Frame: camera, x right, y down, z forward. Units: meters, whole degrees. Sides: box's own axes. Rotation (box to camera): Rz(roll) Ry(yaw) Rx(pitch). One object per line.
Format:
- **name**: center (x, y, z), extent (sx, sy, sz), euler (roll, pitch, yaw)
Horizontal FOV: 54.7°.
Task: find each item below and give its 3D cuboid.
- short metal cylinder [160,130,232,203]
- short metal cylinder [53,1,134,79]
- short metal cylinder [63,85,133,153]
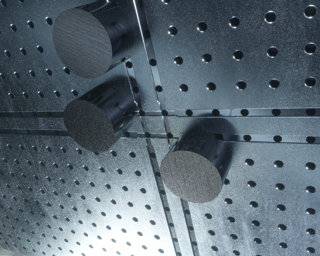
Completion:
- **short metal cylinder**: center (0.047, 0.049, 0.400), extent (0.080, 0.050, 0.079), euler (13, 124, 20)
- **short metal cylinder**: center (-0.079, -0.105, 0.370), extent (0.080, 0.050, 0.079), euler (13, 124, 20)
- **short metal cylinder**: center (-0.085, -0.013, 0.430), extent (0.080, 0.050, 0.079), euler (13, 124, 20)
